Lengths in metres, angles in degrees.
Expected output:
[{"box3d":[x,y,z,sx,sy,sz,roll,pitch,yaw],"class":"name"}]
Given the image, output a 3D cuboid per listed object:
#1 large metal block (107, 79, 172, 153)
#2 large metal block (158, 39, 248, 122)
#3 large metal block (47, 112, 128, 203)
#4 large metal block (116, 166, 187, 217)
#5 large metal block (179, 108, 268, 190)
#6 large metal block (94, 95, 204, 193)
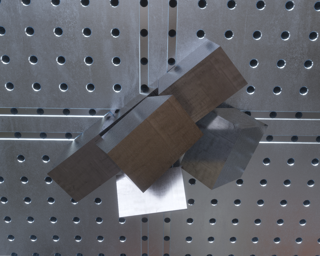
[{"box3d":[-0.009,-0.003,0.400,0.080,0.050,0.080,-37,106,12],"class":"large metal block"},{"box3d":[0.045,-0.055,0.364,0.080,0.080,0.050,-37,106,12],"class":"large metal block"},{"box3d":[-0.084,0.034,0.395,0.080,0.080,0.050,-36,106,12],"class":"large metal block"},{"box3d":[-0.007,0.087,0.408,0.080,0.080,0.050,-8,74,3],"class":"large metal block"},{"box3d":[0.080,0.022,0.385,0.050,0.081,0.080,34,113,32],"class":"large metal block"},{"box3d":[-0.015,0.012,0.321,0.080,0.080,0.050,-43,106,-12],"class":"large metal block"}]
